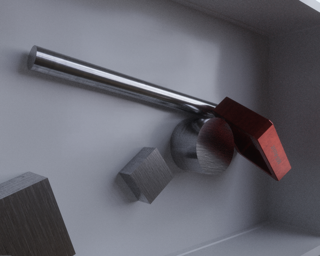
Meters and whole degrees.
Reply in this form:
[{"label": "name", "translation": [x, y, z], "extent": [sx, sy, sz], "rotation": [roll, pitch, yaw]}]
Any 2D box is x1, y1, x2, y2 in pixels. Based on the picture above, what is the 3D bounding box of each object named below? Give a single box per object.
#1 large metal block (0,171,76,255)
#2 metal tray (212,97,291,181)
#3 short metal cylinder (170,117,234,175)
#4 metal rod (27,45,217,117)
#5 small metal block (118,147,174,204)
[{"label": "large metal block", "translation": [-0.135, 0.095, 0.278], "extent": [0.081, 0.050, 0.080], "rotation": [-25, 106, -38]}, {"label": "metal tray", "translation": [0.139, 0.018, 0.464], "extent": [0.030, 0.090, 0.130], "rotation": [-45, 133, -4]}, {"label": "short metal cylinder", "translation": [0.061, 0.025, 0.444], "extent": [0.081, 0.050, 0.079], "rotation": [0, 90, -40]}, {"label": "metal rod", "translation": [-0.011, -0.045, 0.398], "extent": [0.302, 0.025, 0.025], "rotation": [12, 83, -40]}, {"label": "small metal block", "translation": [-0.016, 0.060, 0.395], "extent": [0.050, 0.025, 0.050], "rotation": [-45, 117, -31]}]
